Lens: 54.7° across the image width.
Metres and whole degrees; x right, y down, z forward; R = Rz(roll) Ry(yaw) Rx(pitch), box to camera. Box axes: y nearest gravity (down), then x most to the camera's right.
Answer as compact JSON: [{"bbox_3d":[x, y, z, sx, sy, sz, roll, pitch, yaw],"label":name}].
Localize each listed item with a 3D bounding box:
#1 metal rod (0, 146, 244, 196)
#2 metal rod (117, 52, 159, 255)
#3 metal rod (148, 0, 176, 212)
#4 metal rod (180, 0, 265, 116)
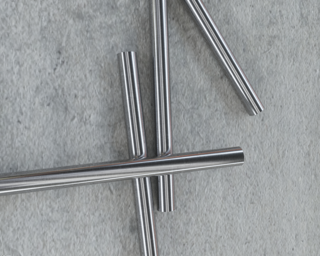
[{"bbox_3d":[-0.044,0.050,0.369,0.302,0.025,0.025,-5,92,-12],"label":"metal rod"},{"bbox_3d":[-0.026,0.054,0.400,0.025,0.025,0.298,-7,93,-20],"label":"metal rod"},{"bbox_3d":[0.002,-0.041,0.410,0.025,0.025,0.298,-3,91,-20],"label":"metal rod"},{"bbox_3d":[0.063,-0.146,0.433,0.025,0.025,0.299,-38,102,-16],"label":"metal rod"}]
